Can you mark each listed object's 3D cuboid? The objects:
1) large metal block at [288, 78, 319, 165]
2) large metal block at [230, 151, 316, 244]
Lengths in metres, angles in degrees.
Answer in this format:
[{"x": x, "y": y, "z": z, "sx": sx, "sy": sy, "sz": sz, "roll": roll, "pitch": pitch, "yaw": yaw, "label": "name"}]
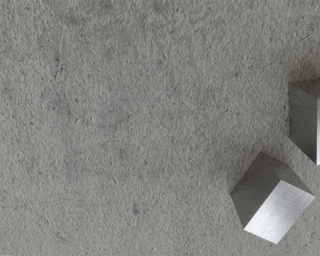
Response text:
[{"x": 0.198, "y": -0.012, "z": 0.378, "sx": 0.050, "sy": 0.080, "sz": 0.079, "roll": -9, "pitch": 110, "yaw": 3, "label": "large metal block"}, {"x": 0.145, "y": 0.090, "z": 0.415, "sx": 0.050, "sy": 0.080, "sz": 0.080, "roll": 26, "pitch": 108, "yaw": -9, "label": "large metal block"}]
